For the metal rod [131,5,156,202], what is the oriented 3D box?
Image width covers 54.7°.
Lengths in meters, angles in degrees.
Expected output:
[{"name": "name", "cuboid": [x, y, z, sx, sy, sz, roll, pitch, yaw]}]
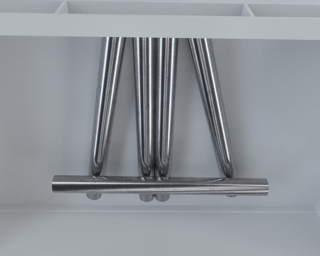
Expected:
[{"name": "metal rod", "cuboid": [-0.019, -0.004, 0.404, 0.025, 0.025, 0.298, 1, 130, -1]}]

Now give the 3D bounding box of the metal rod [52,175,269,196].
[{"name": "metal rod", "cuboid": [0.001, 0.082, 0.443, 0.302, 0.025, 0.025, 1, 130, -1]}]

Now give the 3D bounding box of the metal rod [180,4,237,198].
[{"name": "metal rod", "cuboid": [0.074, -0.009, 0.401, 0.025, 0.025, 0.299, -12, 129, 10]}]

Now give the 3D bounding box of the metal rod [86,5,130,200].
[{"name": "metal rod", "cuboid": [-0.074, -0.006, 0.402, 0.025, 0.025, 0.298, 9, 130, -8]}]

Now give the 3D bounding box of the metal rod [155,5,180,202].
[{"name": "metal rod", "cuboid": [0.006, -0.004, 0.404, 0.025, 0.025, 0.298, 0, 130, -1]}]
